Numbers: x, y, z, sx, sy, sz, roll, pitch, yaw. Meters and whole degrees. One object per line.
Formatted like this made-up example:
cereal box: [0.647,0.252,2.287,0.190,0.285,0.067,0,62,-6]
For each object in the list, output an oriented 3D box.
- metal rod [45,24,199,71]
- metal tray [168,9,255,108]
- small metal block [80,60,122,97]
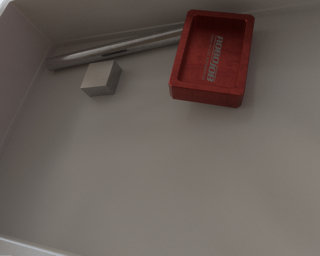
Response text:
metal rod: [-0.072,-0.134,0.523,0.301,0.025,0.025,-6,59,24]
metal tray: [0.069,-0.094,0.404,0.090,0.030,0.130,10,65,11]
small metal block: [-0.095,-0.080,0.503,0.050,0.025,0.050,-2,61,27]
